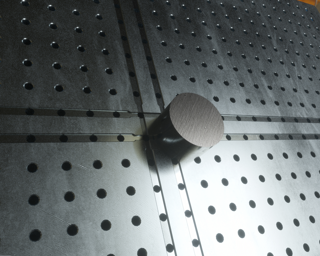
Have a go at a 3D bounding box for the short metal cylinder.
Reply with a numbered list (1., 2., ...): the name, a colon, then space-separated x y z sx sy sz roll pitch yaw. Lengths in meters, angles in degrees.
1. short metal cylinder: 0.038 0.000 0.414 0.081 0.050 0.080 14 56 -21
